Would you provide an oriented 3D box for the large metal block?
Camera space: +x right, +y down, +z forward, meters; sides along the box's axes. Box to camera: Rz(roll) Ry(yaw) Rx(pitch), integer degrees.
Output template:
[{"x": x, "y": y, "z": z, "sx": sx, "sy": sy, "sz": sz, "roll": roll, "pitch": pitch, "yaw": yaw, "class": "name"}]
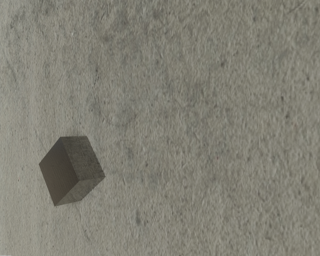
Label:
[{"x": -0.145, "y": 0.069, "z": 0.505, "sx": 0.080, "sy": 0.050, "sz": 0.080, "roll": -44, "pitch": 64, "yaw": 31, "class": "large metal block"}]
